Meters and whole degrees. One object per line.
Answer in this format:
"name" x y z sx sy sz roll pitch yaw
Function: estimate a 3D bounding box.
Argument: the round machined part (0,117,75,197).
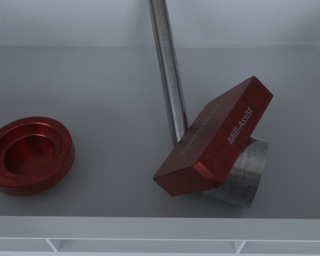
"round machined part" -0.149 0.036 0.362 0.099 0.042 0.098 0 50 0

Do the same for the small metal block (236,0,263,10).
"small metal block" 0.189 -0.273 0.640 0.050 0.025 0.050 16 52 12

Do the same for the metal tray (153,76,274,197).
"metal tray" 0.056 0.009 0.328 0.030 0.090 0.130 44 60 -8

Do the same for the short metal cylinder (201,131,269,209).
"short metal cylinder" 0.081 0.041 0.336 0.050 0.080 0.080 16 52 13

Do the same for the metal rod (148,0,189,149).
"metal rod" 0.008 -0.101 0.408 0.025 0.025 0.299 -7 76 -7
